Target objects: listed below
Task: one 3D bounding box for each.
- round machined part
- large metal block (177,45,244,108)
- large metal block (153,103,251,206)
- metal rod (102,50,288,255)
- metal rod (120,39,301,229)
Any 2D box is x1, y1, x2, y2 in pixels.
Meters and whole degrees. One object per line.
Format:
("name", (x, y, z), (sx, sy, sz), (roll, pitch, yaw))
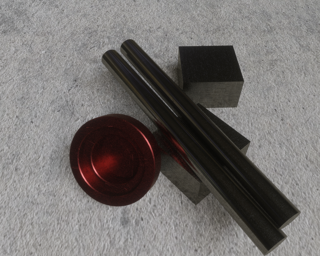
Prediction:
("round machined part", (-0.045, 0.032, 0.341), (0.098, 0.097, 0.042), (18, 15, 14))
("large metal block", (0.069, -0.075, 0.451), (0.081, 0.050, 0.080), (-1, 50, -2))
("large metal block", (0.044, 0.028, 0.364), (0.080, 0.050, 0.080), (-34, 58, -26))
("metal rod", (0.014, 0.001, 0.337), (0.025, 0.025, 0.300), (-26, 55, -21))
("metal rod", (0.034, -0.016, 0.352), (0.025, 0.025, 0.300), (-25, 54, -20))
